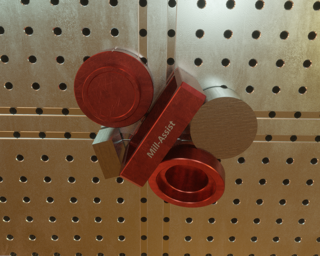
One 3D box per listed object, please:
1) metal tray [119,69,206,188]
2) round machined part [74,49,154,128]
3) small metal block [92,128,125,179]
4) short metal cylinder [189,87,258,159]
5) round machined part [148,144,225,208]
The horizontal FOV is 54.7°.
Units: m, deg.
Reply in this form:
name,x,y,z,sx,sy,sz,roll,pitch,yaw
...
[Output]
name,x,y,z,sx,sy,sz,roll,pitch,yaw
metal tray,0.001,-0.003,0.373,0.030,0.090,0.129,31,107,-11
round machined part,-0.057,-0.045,0.382,0.099,0.042,0.097,0,110,0
small metal block,-0.064,0.031,0.406,0.025,0.050,0.050,-14,110,5
short metal cylinder,0.076,-0.007,0.394,0.081,0.050,0.079,0,110,0
round machined part,0.037,0.059,0.410,0.098,0.042,0.097,7,132,8
